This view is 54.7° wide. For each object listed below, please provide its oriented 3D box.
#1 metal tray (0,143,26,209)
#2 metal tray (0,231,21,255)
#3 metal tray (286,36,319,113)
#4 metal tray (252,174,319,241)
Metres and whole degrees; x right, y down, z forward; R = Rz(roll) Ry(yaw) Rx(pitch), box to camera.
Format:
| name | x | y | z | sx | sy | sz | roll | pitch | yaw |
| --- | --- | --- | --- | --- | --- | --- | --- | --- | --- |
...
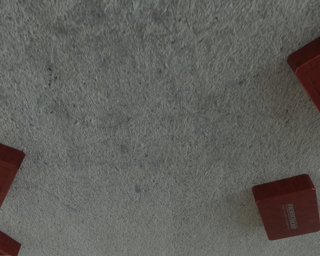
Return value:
| name | x | y | z | sx | sy | sz | roll | pitch | yaw |
| --- | --- | --- | --- | --- | --- | --- | --- | --- | --- |
| metal tray | -0.267 | 0.070 | 0.460 | 0.090 | 0.030 | 0.129 | 25 | 126 | -20 |
| metal tray | -0.353 | 0.236 | 0.600 | 0.130 | 0.030 | 0.090 | -21 | 127 | 16 |
| metal tray | 0.222 | -0.076 | 0.340 | 0.130 | 0.030 | 0.090 | -32 | 123 | 24 |
| metal tray | 0.215 | 0.138 | 0.523 | 0.090 | 0.030 | 0.130 | -17 | 128 | 14 |
